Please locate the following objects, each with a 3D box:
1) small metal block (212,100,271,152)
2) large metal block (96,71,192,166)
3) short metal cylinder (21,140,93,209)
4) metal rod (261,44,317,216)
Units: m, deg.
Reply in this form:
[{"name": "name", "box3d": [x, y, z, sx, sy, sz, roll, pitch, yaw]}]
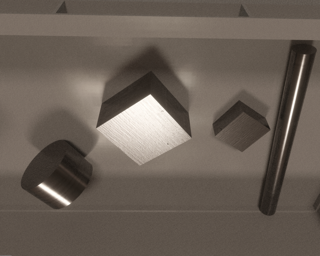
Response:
[{"name": "small metal block", "box3d": [0.107, -0.001, 0.410, 0.050, 0.025, 0.050, 29, 124, -23]}, {"name": "large metal block", "box3d": [-0.018, -0.010, 0.384, 0.080, 0.050, 0.080, -30, 124, 22]}, {"name": "short metal cylinder", "box3d": [-0.140, 0.063, 0.425, 0.080, 0.080, 0.050, -27, 125, 20]}, {"name": "metal rod", "box3d": [0.171, 0.027, 0.434, 0.025, 0.025, 0.298, -4, 130, 3]}]
